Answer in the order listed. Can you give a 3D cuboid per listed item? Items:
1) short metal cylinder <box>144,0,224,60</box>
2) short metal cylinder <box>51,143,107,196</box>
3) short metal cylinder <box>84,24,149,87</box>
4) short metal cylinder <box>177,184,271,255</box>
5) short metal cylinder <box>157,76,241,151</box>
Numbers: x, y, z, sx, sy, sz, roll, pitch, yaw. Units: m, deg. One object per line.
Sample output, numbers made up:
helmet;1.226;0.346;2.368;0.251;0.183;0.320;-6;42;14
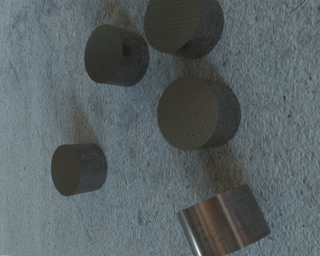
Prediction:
short metal cylinder;0.028;-0.125;0.366;0.080;0.050;0.080;0;90;40
short metal cylinder;-0.130;0.065;0.497;0.080;0.050;0.080;0;90;40
short metal cylinder;-0.062;-0.101;0.440;0.080;0.050;0.080;0;90;40
short metal cylinder;0.064;0.096;0.317;0.080;0.081;0.050;-35;68;34
short metal cylinder;0.044;-0.016;0.353;0.080;0.050;0.080;0;90;40
